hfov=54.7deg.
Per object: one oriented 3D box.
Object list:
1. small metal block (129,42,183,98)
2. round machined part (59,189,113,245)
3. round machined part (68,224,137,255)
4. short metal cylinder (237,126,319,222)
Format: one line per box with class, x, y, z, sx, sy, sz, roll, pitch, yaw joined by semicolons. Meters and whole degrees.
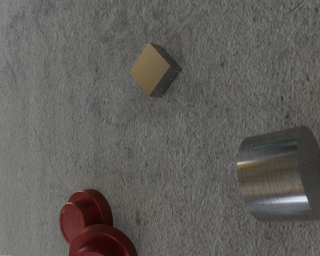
small metal block;-0.007;-0.076;0.409;0.050;0.025;0.050;-52;60;27
round machined part;-0.123;0.149;0.493;0.098;0.042;0.097;0;90;39
round machined part;-0.085;0.189;0.435;0.098;0.042;0.097;4;106;13
short metal cylinder;0.111;0.042;0.276;0.050;0.081;0.080;-16;80;39
